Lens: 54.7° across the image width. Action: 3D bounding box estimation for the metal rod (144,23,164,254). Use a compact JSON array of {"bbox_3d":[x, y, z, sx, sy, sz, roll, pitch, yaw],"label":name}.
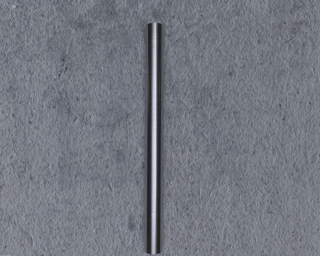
[{"bbox_3d":[-0.008,0.014,0.411,0.025,0.025,0.298,0,90,-1],"label":"metal rod"}]
